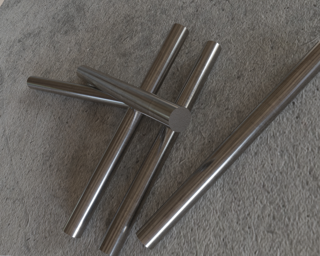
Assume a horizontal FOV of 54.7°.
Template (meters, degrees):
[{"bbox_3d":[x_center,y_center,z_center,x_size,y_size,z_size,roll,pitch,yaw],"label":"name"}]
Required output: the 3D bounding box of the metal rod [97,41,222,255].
[{"bbox_3d":[0.008,0.013,0.391,0.025,0.025,0.300,16,70,34],"label":"metal rod"}]

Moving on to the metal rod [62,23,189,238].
[{"bbox_3d":[-0.040,-0.002,0.400,0.025,0.025,0.299,22,81,36],"label":"metal rod"}]

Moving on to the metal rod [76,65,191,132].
[{"bbox_3d":[-0.056,-0.052,0.412,0.025,0.025,0.300,-50,35,-7],"label":"metal rod"}]

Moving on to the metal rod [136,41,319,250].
[{"bbox_3d":[0.087,0.016,0.348,0.300,0.025,0.025,-46,51,-4],"label":"metal rod"}]

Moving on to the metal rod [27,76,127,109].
[{"bbox_3d":[-0.117,-0.056,0.499,0.300,0.025,0.025,14,69,33],"label":"metal rod"}]
